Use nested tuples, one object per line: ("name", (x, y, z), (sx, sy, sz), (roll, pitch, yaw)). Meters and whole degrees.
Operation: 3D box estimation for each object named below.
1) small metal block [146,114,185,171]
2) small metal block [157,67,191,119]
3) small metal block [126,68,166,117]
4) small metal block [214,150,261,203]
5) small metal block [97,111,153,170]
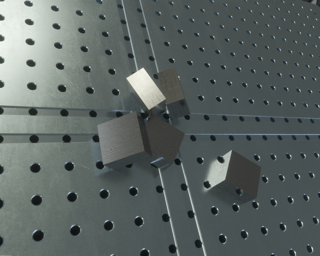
("small metal block", (-0.002, 0.018, 0.396), (0.050, 0.025, 0.050), (31, 52, -8))
("small metal block", (0.020, -0.047, 0.428), (0.025, 0.050, 0.050), (-18, 66, 7))
("small metal block", (-0.017, -0.043, 0.404), (0.025, 0.050, 0.050), (-34, 78, -8))
("small metal block", (0.107, 0.066, 0.425), (0.050, 0.025, 0.050), (30, 52, -9))
("small metal block", (-0.041, 0.015, 0.359), (0.050, 0.025, 0.050), (-19, 65, 12))
